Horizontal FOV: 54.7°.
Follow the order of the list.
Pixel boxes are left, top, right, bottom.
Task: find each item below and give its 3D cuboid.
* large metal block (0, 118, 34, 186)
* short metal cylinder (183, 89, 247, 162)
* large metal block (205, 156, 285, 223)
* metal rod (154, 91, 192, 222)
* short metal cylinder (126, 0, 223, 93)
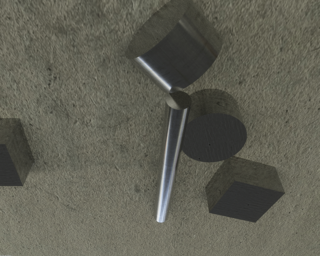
[{"bbox_3d":[-0.227,0.033,0.417,0.081,0.050,0.079,0,130,-1],"label":"large metal block"},{"bbox_3d":[0.063,-0.002,0.390,0.081,0.050,0.079,0,130,0],"label":"short metal cylinder"},{"bbox_3d":[0.126,0.094,0.472,0.081,0.050,0.079,15,128,-13],"label":"large metal block"},{"bbox_3d":[0.010,0.062,0.419,0.025,0.025,0.298,2,143,-2],"label":"metal rod"},{"bbox_3d":[0.013,-0.081,0.302,0.080,0.080,0.050,-34,122,25],"label":"short metal cylinder"}]
